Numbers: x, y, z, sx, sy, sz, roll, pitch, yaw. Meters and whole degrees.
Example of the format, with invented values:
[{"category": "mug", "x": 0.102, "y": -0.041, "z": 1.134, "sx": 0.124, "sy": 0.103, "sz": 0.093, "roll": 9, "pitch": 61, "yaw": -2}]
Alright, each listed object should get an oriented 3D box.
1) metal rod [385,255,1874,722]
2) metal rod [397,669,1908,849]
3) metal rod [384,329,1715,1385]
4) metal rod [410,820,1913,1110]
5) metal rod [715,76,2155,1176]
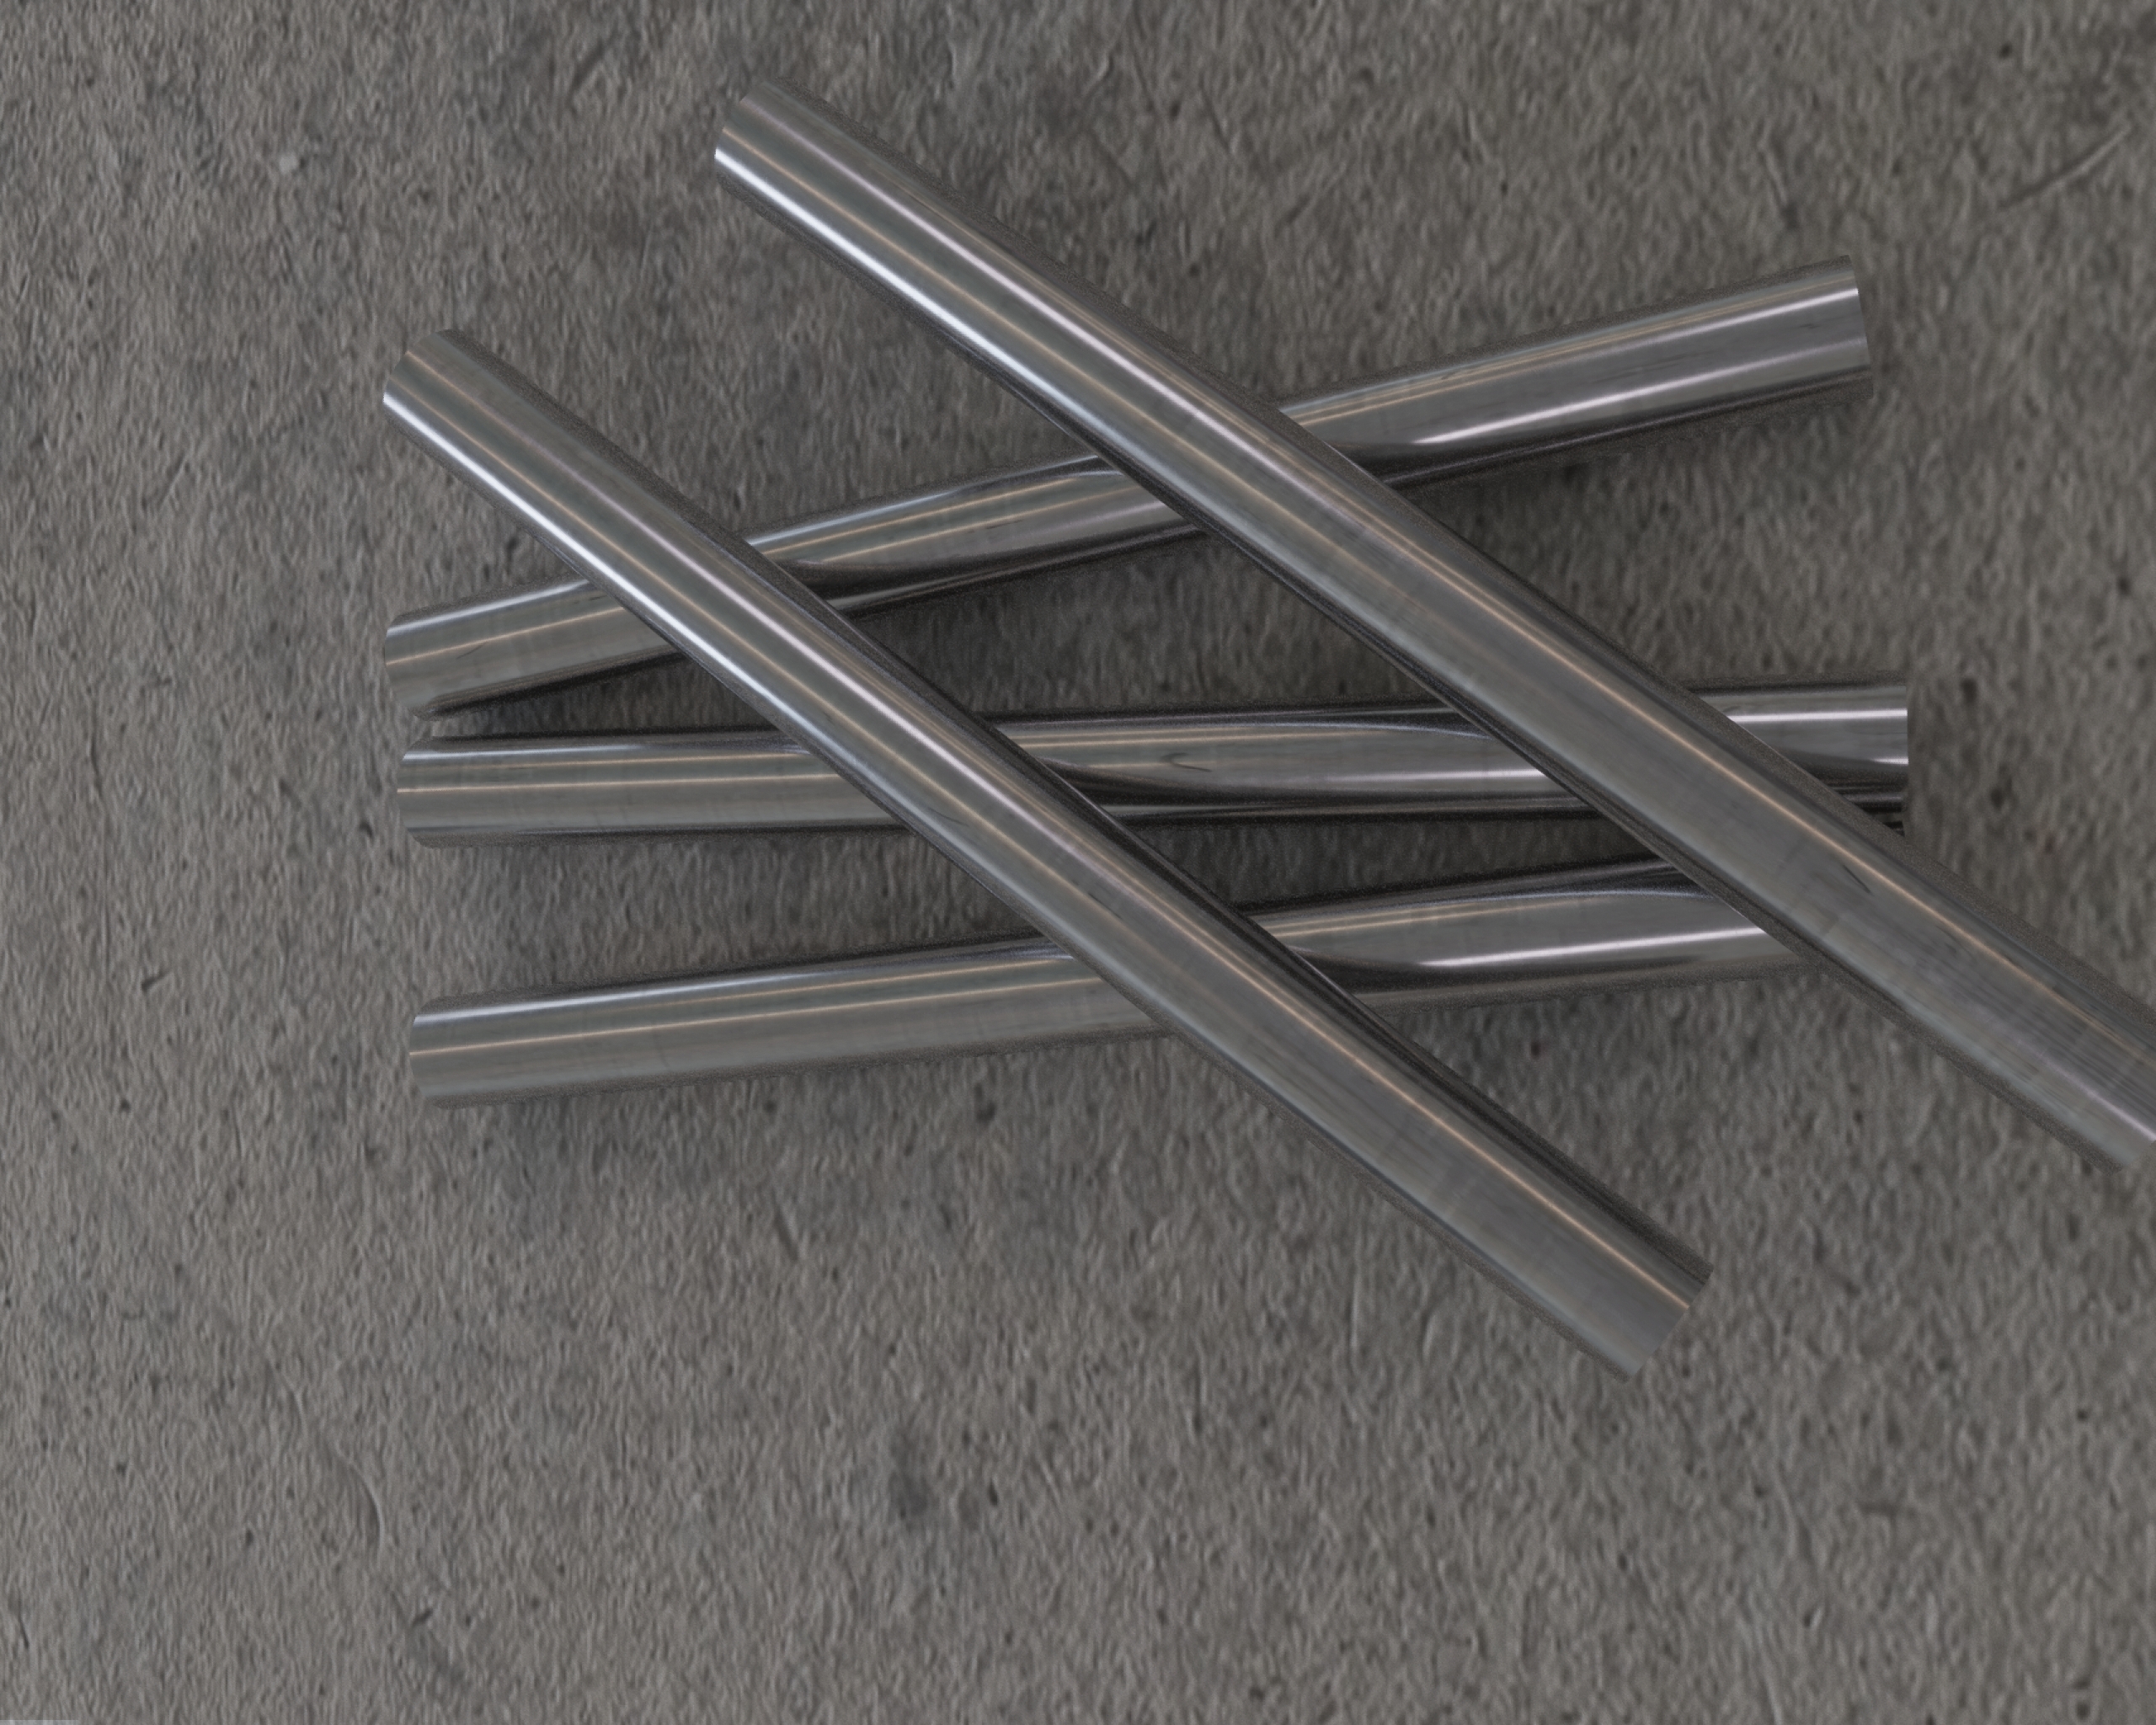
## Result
[{"category": "metal rod", "x": -0.004, "y": -0.068, "z": 0.410, "sx": 0.301, "sy": 0.025, "sz": 0.025, "roll": -10, "pitch": 87, "yaw": 19}, {"category": "metal rod", "x": 0.000, "y": -0.018, "z": 0.408, "sx": 0.301, "sy": 0.025, "sz": 0.025, "roll": -1, "pitch": 90, "yaw": 19}, {"category": "metal rod", "x": -0.017, "y": -0.011, "z": 0.387, "sx": 0.300, "sy": 0.025, "sz": 0.025, "roll": 37, "pitch": 102, "yaw": 16}, {"category": "metal rod", "x": 0.002, "y": 0.023, "z": 0.408, "sx": 0.301, "sy": 0.025, "sz": 0.025, "roll": -7, "pitch": 88, "yaw": 19}, {"category": "metal rod", "x": 0.053, "y": -0.051, "z": 0.362, "sx": 0.300, "sy": 0.025, "sz": 0.025, "roll": 38, "pitch": 102, "yaw": 16}]
